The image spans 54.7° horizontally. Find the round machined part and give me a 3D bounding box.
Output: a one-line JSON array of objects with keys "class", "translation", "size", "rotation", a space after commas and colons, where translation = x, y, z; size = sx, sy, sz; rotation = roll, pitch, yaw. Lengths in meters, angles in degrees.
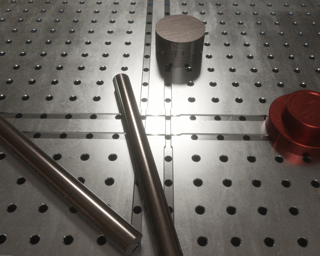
[{"class": "round machined part", "translation": [0.195, -0.013, 0.410], "size": [0.099, 0.042, 0.098], "rotation": [0, 50, 0]}]

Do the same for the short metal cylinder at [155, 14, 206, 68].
[{"class": "short metal cylinder", "translation": [0.033, -0.144, 0.513], "size": [0.081, 0.050, 0.080], "rotation": [0, 50, 0]}]

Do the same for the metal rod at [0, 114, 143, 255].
[{"class": "metal rod", "translation": [-0.141, 0.042, 0.370], "size": [0.300, 0.025, 0.025], "rotation": [33, 57, 24]}]

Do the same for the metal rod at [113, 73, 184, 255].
[{"class": "metal rod", "translation": [-0.020, 0.038, 0.374], "size": [0.025, 0.025, 0.300], "rotation": [-11, 51, -10]}]
